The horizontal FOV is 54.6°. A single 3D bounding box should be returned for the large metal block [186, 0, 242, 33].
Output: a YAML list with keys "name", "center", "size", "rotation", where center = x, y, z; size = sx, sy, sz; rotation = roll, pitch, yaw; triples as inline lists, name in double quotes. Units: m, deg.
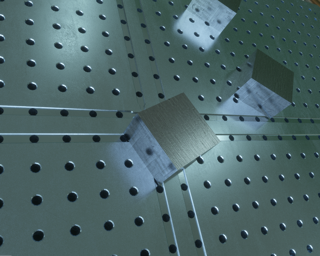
- name: "large metal block"
  center: [0.108, -0.245, 0.598]
  size: [0.080, 0.050, 0.080]
  rotation: [31, 52, -8]

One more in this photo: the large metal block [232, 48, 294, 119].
- name: "large metal block"
  center: [0.179, -0.076, 0.534]
  size: [0.080, 0.050, 0.080]
  rotation: [30, 52, -9]

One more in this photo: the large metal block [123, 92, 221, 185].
- name: "large metal block"
  center: [0.015, 0.012, 0.392]
  size: [0.081, 0.050, 0.080]
  rotation: [-28, 77, -37]
